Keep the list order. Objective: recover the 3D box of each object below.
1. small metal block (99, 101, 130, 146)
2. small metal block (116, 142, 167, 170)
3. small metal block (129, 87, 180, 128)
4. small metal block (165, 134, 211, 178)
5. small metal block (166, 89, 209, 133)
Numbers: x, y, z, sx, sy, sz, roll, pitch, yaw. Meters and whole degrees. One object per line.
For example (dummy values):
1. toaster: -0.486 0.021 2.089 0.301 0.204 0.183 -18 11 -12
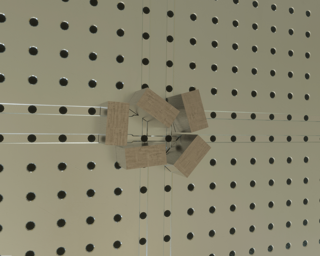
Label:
1. small metal block: -0.057 -0.005 0.378 0.025 0.050 0.050 4 89 -20
2. small metal block: -0.025 0.034 0.390 0.050 0.050 0.025 -5 92 -20
3. small metal block: -0.010 -0.024 0.395 0.050 0.050 0.025 35 80 -17
4. small metal block: 0.033 0.035 0.410 0.025 0.050 0.050 44 76 -14
5. small metal block: 0.035 -0.021 0.411 0.025 0.050 0.050 -17 95 -19
